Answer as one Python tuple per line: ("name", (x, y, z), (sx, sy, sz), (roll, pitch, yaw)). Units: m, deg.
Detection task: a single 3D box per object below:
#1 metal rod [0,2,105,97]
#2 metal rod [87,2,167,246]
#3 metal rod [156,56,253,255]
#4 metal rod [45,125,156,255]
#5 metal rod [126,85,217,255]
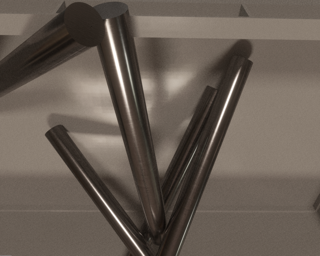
("metal rod", (-0.144, -0.042, 0.278), (0.300, 0.025, 0.025), (-8, 137, 46))
("metal rod", (-0.016, 0.033, 0.294), (0.025, 0.025, 0.298), (-5, 134, 4))
("metal rod", (0.041, 0.063, 0.358), (0.025, 0.025, 0.298), (19, 94, -16))
("metal rod", (-0.051, 0.121, 0.400), (0.025, 0.025, 0.300), (-41, 84, 28))
("metal rod", (0.008, 0.086, 0.406), (0.025, 0.025, 0.298), (21, 103, -17))
